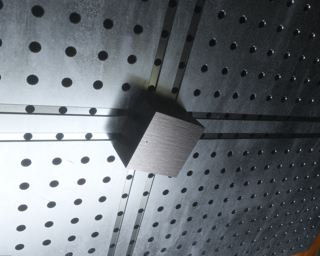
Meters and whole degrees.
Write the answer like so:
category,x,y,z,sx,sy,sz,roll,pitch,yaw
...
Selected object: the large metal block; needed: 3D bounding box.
category,x,y,z,sx,sy,sz,roll,pitch,yaw
large metal block,-0.002,0.012,0.403,0.081,0.050,0.080,17,109,-35
